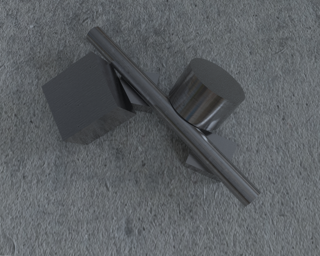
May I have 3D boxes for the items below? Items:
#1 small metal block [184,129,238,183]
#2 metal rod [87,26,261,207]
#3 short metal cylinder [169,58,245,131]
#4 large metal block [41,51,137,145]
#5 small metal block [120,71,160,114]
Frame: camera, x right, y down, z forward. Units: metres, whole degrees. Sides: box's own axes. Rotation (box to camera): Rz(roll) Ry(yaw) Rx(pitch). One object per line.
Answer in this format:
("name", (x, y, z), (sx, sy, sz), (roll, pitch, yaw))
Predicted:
("small metal block", (0.065, 0.035, 0.398), (0.050, 0.025, 0.050), (23, 71, 8))
("metal rod", (0.007, -0.024, 0.392), (0.025, 0.025, 0.300), (-39, 75, -13))
("short metal cylinder", (0.059, -0.043, 0.391), (0.080, 0.050, 0.080), (23, 37, -19))
("large metal block", (-0.089, -0.035, 0.390), (0.080, 0.050, 0.080), (-31, 72, 13))
("small metal block", (-0.030, -0.051, 0.428), (0.050, 0.025, 0.050), (12, 70, 4))
